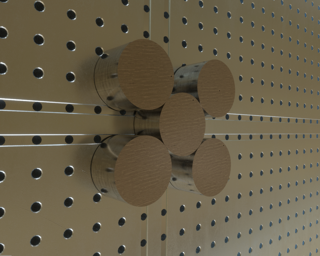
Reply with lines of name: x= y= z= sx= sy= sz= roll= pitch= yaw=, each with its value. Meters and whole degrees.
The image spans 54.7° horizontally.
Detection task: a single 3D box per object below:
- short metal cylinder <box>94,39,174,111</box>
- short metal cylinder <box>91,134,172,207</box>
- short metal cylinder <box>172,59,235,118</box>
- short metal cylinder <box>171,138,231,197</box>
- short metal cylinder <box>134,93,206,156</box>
short metal cylinder: x=-0.030 y=-0.060 z=0.369 sx=0.081 sy=0.050 sz=0.079 roll=0 pitch=90 yaw=-40
short metal cylinder: x=-0.033 y=0.048 z=0.366 sx=0.081 sy=0.050 sz=0.079 roll=0 pitch=90 yaw=-40
short metal cylinder: x=0.063 y=-0.054 z=0.445 sx=0.081 sy=0.050 sz=0.079 roll=0 pitch=90 yaw=-40
short metal cylinder: x=0.056 y=0.053 z=0.441 sx=0.081 sy=0.050 sz=0.079 roll=0 pitch=90 yaw=-40
short metal cylinder: x=0.014 y=-0.005 z=0.406 sx=0.081 sy=0.050 sz=0.079 roll=0 pitch=90 yaw=-40
